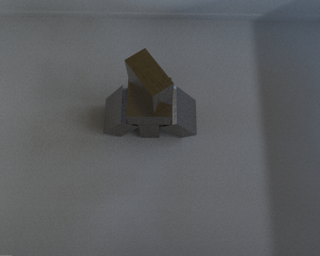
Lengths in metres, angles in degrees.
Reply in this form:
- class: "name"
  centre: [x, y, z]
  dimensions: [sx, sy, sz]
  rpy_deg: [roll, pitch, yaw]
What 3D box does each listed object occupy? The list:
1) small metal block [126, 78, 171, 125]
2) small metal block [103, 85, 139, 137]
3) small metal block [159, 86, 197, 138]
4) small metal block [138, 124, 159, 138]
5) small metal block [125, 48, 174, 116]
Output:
- class: "small metal block"
  centre: [-0.012, -0.032, 0.365]
  dimensions: [0.050, 0.025, 0.050]
  rpy_deg: [1, 70, 0]
- class: "small metal block"
  centre: [-0.049, -0.021, 0.398]
  dimensions: [0.025, 0.050, 0.050]
  rpy_deg: [13, 66, -31]
- class: "small metal block"
  centre: [0.024, -0.019, 0.399]
  dimensions: [0.025, 0.050, 0.050]
  rpy_deg: [-13, 66, 32]
- class: "small metal block"
  centre: [-0.013, -0.019, 0.401]
  dimensions: [0.025, 0.050, 0.050]
  rpy_deg: [1, 70, 0]
- class: "small metal block"
  centre: [-0.011, -0.048, 0.331]
  dimensions: [0.025, 0.050, 0.050]
  rpy_deg: [-34, 73, -11]
